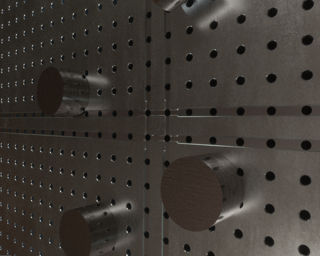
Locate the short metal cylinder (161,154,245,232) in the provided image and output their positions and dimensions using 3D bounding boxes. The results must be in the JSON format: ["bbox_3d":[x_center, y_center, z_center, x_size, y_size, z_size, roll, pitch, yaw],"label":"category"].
[{"bbox_3d":[0.048,0.071,0.352,0.080,0.050,0.079,0,91,39],"label":"short metal cylinder"}]

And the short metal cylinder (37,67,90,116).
[{"bbox_3d":[-0.165,-0.060,0.526,0.080,0.050,0.079,0,90,40],"label":"short metal cylinder"}]

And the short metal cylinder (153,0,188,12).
[{"bbox_3d":[0.013,-0.186,0.361,0.050,0.081,0.080,-27,73,36],"label":"short metal cylinder"}]

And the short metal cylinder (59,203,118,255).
[{"bbox_3d":[-0.112,0.162,0.483,0.080,0.050,0.079,0,90,39],"label":"short metal cylinder"}]
